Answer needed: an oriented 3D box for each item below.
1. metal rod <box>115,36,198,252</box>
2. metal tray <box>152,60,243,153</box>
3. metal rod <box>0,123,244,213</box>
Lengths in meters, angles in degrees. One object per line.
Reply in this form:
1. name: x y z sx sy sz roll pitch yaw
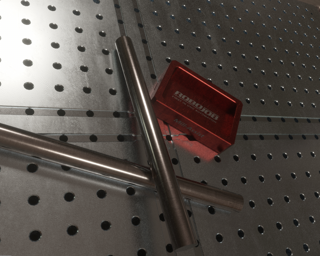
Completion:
1. metal rod: -0.014 -0.004 0.381 0.025 0.025 0.299 1 54 -28
2. metal tray: 0.055 -0.032 0.455 0.130 0.030 0.090 30 52 -9
3. metal rod: -0.035 0.052 0.358 0.302 0.025 0.025 19 54 -18
